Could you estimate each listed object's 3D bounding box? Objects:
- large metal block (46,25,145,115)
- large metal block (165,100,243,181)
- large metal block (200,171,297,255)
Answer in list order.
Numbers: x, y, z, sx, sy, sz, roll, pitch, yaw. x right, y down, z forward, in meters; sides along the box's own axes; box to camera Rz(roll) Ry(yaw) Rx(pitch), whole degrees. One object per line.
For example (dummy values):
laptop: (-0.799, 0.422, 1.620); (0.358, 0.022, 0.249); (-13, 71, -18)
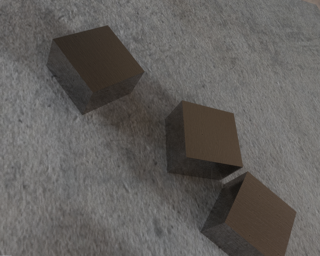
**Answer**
large metal block: (-0.081, -0.075, 0.391); (0.081, 0.050, 0.080); (-31, 79, -38)
large metal block: (0.055, 0.018, 0.408); (0.081, 0.050, 0.080); (12, 57, -22)
large metal block: (0.109, 0.115, 0.379); (0.080, 0.050, 0.080); (40, 51, -1)
